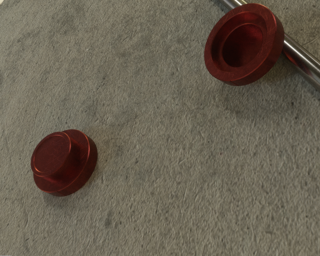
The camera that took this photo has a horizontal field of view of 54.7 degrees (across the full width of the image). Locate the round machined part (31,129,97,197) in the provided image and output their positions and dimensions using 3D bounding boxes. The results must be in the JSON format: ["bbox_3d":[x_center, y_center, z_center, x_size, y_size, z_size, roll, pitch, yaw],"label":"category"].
[{"bbox_3d":[-0.142,0.044,0.440,0.098,0.042,0.098,-13,56,21],"label":"round machined part"}]

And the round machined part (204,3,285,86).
[{"bbox_3d":[0.106,-0.098,0.383,0.098,0.042,0.098,-17,65,42],"label":"round machined part"}]

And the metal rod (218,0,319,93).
[{"bbox_3d":[0.137,-0.135,0.415,0.025,0.025,0.300,-33,51,7],"label":"metal rod"}]
